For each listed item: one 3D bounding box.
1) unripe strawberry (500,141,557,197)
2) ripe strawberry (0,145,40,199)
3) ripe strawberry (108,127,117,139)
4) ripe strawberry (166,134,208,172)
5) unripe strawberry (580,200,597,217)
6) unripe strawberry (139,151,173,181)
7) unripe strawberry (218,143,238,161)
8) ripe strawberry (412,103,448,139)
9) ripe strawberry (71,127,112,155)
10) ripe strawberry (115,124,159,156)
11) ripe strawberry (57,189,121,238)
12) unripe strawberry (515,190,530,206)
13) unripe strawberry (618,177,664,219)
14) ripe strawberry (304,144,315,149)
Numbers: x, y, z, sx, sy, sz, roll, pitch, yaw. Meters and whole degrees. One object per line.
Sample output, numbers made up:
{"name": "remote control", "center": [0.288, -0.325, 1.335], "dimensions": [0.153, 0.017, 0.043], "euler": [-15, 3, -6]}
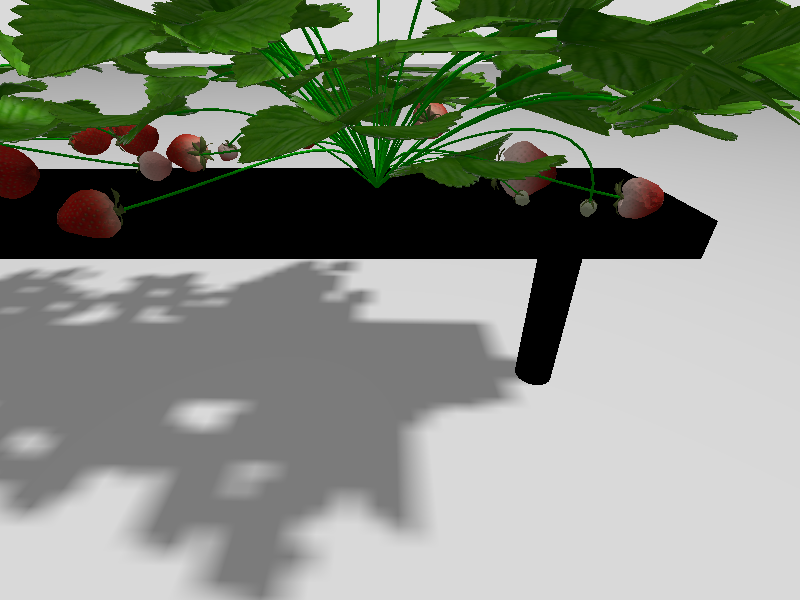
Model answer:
{"name": "unripe strawberry", "center": [0.104, -0.105, 0.324], "dimensions": [0.045, 0.043, 0.041], "euler": [5, 33, 7]}
{"name": "ripe strawberry", "center": [-0.314, -0.103, 0.325], "dimensions": [0.042, 0.041, 0.039], "euler": [4, 32, 6]}
{"name": "ripe strawberry", "center": [-0.383, -0.221, 0.524], "dimensions": [0.021, 0.024, 0.023], "euler": [12, 18, 19]}
{"name": "ripe strawberry", "center": [-0.206, -0.142, 0.388], "dimensions": [0.035, 0.035, 0.038], "euler": [8, 33, 14]}
{"name": "unripe strawberry", "center": [0.134, -0.065, 0.285], "dimensions": [0.011, 0.011, 0.011], "euler": [14, 35, 22]}
{"name": "unripe strawberry", "center": [-0.223, -0.123, 0.368], "dimensions": [0.026, 0.026, 0.025], "euler": [-3, 32, -6]}
{"name": "unripe strawberry", "center": [-0.183, -0.157, 0.427], "dimensions": [0.019, 0.018, 0.021], "euler": [-46, -2, 43]}
{"name": "ripe strawberry", "center": [0.042, -0.246, 0.543], "dimensions": [0.048, 0.050, 0.052], "euler": [8, 32, 12]}
{"name": "ripe strawberry", "center": [-0.356, -0.190, 0.462], "dimensions": [0.039, 0.041, 0.042], "euler": [23, 38, 32]}
{"name": "ripe strawberry", "center": [-0.299, -0.188, 0.459], "dimensions": [0.041, 0.040, 0.038], "euler": [-23, 39, -32]}
{"name": "ripe strawberry", "center": [-0.193, -0.052, 0.248], "dimensions": [0.031, 0.031, 0.034], "euler": [-20, 37, -27]}
{"name": "unripe strawberry", "center": [0.096, -0.079, 0.313], "dimensions": [0.011, 0.011, 0.011], "euler": [-48, 4, 37]}
{"name": "unripe strawberry", "center": [0.167, -0.070, 0.278], "dimensions": [0.028, 0.029, 0.025], "euler": [13, 34, 18]}
{"name": "ripe strawberry", "center": [-0.117, -0.200, 0.487], "dimensions": [0.030, 0.032, 0.033], "euler": [-17, 17, -25]}
